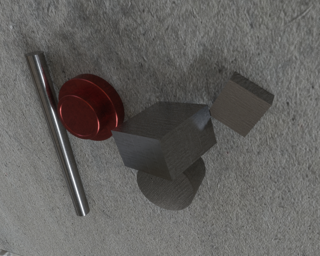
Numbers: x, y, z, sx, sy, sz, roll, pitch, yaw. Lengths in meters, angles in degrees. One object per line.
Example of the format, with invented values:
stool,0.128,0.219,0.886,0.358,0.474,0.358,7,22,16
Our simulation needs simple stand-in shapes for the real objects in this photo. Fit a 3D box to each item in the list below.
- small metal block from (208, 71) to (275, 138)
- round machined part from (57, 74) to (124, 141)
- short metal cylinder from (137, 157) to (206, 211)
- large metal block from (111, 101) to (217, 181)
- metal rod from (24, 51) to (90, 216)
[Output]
small metal block,0.089,-0.026,0.343,0.050,0.025,0.050,34,129,5
round machined part,-0.103,-0.023,0.434,0.098,0.042,0.097,13,124,20
short metal cylinder,0.016,0.065,0.421,0.080,0.050,0.079,13,124,20
large metal block,0.005,0.010,0.359,0.080,0.081,0.050,9,124,46
metal rod,-0.160,0.025,0.504,0.025,0.025,0.298,7,122,24
